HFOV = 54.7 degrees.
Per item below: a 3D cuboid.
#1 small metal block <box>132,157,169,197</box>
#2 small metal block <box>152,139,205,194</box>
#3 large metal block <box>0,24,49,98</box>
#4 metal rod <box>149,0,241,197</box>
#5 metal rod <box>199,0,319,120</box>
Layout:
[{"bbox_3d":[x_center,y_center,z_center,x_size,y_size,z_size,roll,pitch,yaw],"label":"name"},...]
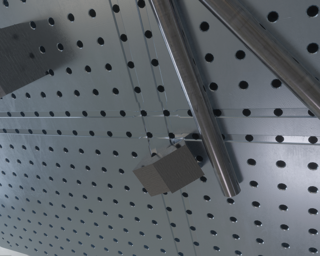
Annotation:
[{"bbox_3d":[-0.004,0.069,0.456,0.050,0.025,0.050,-25,105,37],"label":"small metal block"},{"bbox_3d":[0.024,0.051,0.415,0.050,0.025,0.050,-31,103,4],"label":"small metal block"},{"bbox_3d":[-0.221,-0.091,0.436,0.050,0.080,0.080,-15,111,34],"label":"large metal block"},{"bbox_3d":[0.040,-0.045,0.362,0.025,0.025,0.299,-10,114,32],"label":"metal rod"},{"bbox_3d":[0.125,-0.060,0.308,0.300,0.025,0.025,44,129,-3],"label":"metal rod"}]
